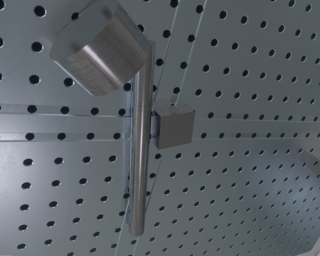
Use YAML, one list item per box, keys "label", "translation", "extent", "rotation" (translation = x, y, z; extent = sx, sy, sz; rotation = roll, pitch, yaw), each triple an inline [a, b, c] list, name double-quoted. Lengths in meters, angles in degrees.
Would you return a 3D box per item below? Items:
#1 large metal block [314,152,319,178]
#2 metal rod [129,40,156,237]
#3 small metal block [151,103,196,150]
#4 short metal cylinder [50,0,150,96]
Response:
- label: "large metal block"
  translation: [0.379, 0.073, 0.647]
  extent: [0.080, 0.050, 0.080]
  rotation: [-36, 129, -4]
- label: "metal rod"
  translation: [-0.027, 0.034, 0.417]
  extent: [0.025, 0.025, 0.298]
  rotation: [-10, 123, -23]
- label: "small metal block"
  translation: [0.017, -0.002, 0.419]
  extent: [0.050, 0.025, 0.050]
  rotation: [-10, 123, -23]
- label: "short metal cylinder"
  translation: [-0.057, -0.077, 0.297]
  extent: [0.080, 0.080, 0.050]
  rotation: [-43, 130, 1]
